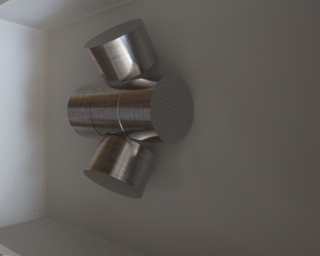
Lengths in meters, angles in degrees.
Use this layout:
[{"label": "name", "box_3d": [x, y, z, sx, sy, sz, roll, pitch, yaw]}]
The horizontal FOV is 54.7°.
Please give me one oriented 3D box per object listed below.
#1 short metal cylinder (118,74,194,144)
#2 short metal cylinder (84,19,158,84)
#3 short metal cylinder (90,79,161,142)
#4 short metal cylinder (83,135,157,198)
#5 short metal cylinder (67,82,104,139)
[{"label": "short metal cylinder", "box_3d": [-0.003, -0.022, 0.372, 0.050, 0.081, 0.079, 2, 91, 40]}, {"label": "short metal cylinder", "box_3d": [-0.049, -0.099, 0.400, 0.080, 0.080, 0.050, 3, 129, 40]}, {"label": "short metal cylinder", "box_3d": [-0.042, -0.023, 0.404, 0.050, 0.081, 0.079, 2, 91, 40]}, {"label": "short metal cylinder", "box_3d": [-0.051, 0.051, 0.401, 0.080, 0.080, 0.050, 0, 56, 40]}, {"label": "short metal cylinder", "box_3d": [-0.081, -0.024, 0.436, 0.050, 0.081, 0.079, 2, 91, 40]}]
